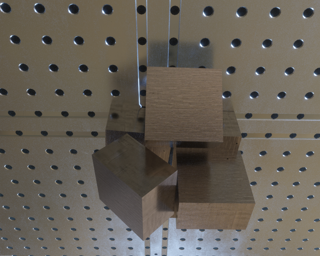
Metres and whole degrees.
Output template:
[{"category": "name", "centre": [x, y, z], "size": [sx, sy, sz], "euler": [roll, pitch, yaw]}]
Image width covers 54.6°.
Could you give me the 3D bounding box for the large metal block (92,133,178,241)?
[{"category": "large metal block", "centre": [-0.029, 0.066, 0.355], "size": [0.080, 0.050, 0.080], "euler": [33, 140, 32]}]

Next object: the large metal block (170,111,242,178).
[{"category": "large metal block", "centre": [0.056, 0.023, 0.415], "size": [0.080, 0.050, 0.080], "euler": [2, 130, -2]}]

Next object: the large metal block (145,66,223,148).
[{"category": "large metal block", "centre": [0.025, -0.021, 0.348], "size": [0.080, 0.080, 0.050], "euler": [2, 168, -2]}]

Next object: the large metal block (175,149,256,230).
[{"category": "large metal block", "centre": [0.059, 0.072, 0.371], "size": [0.080, 0.080, 0.050], "euler": [1, 130, -1]}]

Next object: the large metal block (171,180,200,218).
[{"category": "large metal block", "centre": [0.016, 0.097, 0.451], "size": [0.080, 0.050, 0.080], "euler": [2, 175, -1]}]

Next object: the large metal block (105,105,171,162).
[{"category": "large metal block", "centre": [-0.029, 0.020, 0.412], "size": [0.080, 0.050, 0.080], "euler": [5, 130, -5]}]
